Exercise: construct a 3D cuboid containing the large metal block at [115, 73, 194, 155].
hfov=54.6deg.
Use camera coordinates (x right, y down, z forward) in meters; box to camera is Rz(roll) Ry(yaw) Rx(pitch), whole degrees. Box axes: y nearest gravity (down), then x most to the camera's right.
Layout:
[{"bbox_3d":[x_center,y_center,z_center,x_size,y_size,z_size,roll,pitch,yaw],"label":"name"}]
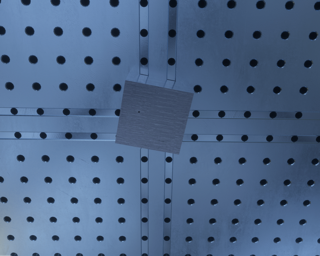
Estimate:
[{"bbox_3d":[-0.008,-0.019,0.393,0.080,0.050,0.079,11,110,-4],"label":"large metal block"}]
